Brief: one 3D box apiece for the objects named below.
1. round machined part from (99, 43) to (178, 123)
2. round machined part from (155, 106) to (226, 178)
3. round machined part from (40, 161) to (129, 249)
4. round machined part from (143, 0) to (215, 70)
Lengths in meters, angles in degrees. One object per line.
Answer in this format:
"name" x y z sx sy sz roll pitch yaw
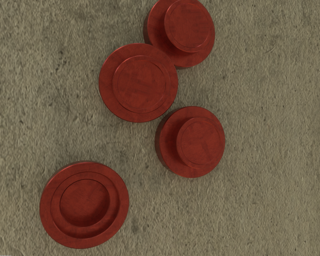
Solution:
"round machined part" -0.025 -0.054 0.379 0.099 0.042 0.097 -2 102 -11
"round machined part" 0.046 0.019 0.417 0.099 0.042 0.097 0 90 -20
"round machined part" -0.089 0.087 0.367 0.099 0.042 0.097 0 90 -20
"round machined part" 0.031 -0.130 0.411 0.099 0.042 0.097 0 90 -20
